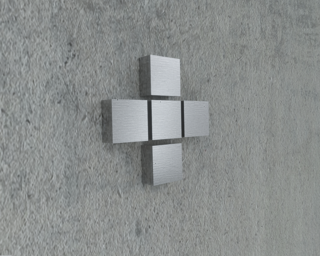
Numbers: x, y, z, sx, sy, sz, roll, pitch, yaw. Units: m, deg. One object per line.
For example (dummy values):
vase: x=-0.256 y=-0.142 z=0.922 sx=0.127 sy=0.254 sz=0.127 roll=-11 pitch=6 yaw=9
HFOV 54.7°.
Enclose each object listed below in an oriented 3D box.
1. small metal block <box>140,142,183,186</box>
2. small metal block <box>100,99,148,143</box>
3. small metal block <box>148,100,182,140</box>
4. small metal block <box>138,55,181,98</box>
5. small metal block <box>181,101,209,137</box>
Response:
small metal block: x=0.002 y=0.046 z=0.411 sx=0.050 sy=0.025 sz=0.050 roll=-3 pitch=92 yaw=-40
small metal block: x=-0.042 y=-0.008 z=0.372 sx=0.050 sy=0.025 sz=0.050 roll=-2 pitch=92 yaw=-40
small metal block: x=0.001 y=-0.011 z=0.409 sx=0.050 sy=0.025 sz=0.050 roll=-2 pitch=92 yaw=-40
small metal block: x=0.000 y=-0.067 z=0.408 sx=0.050 sy=0.025 sz=0.050 roll=-2 pitch=92 yaw=-40
small metal block: x=0.044 y=-0.013 z=0.446 sx=0.050 sy=0.025 sz=0.050 roll=-2 pitch=92 yaw=-40
